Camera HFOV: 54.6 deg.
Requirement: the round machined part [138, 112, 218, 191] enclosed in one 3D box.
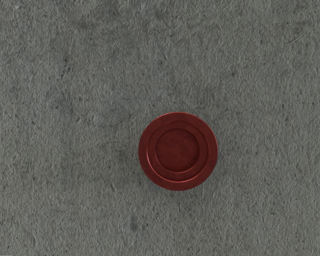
[{"bbox_3d":[0.022,0.029,0.402,0.099,0.042,0.097,0,90,0],"label":"round machined part"}]
